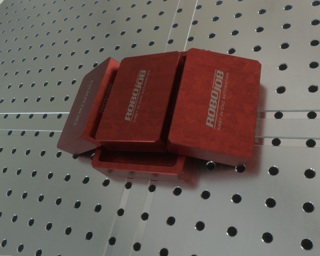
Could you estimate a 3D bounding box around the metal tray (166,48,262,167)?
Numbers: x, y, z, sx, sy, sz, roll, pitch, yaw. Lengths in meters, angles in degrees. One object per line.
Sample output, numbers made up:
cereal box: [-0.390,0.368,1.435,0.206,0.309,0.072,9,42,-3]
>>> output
metal tray: [0.065,-0.027,0.362,0.090,0.030,0.130,12,65,3]

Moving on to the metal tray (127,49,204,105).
metal tray: [0.002,-0.061,0.440,0.130,0.030,0.090,1,62,28]

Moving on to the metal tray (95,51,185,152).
metal tray: [-0.021,-0.035,0.397,0.090,0.030,0.130,0,61,27]

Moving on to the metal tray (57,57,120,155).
metal tray: [-0.099,-0.031,0.451,0.090,0.030,0.130,-19,50,49]

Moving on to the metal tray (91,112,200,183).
metal tray: [-0.018,0.019,0.402,0.130,0.030,0.090,1,62,28]
